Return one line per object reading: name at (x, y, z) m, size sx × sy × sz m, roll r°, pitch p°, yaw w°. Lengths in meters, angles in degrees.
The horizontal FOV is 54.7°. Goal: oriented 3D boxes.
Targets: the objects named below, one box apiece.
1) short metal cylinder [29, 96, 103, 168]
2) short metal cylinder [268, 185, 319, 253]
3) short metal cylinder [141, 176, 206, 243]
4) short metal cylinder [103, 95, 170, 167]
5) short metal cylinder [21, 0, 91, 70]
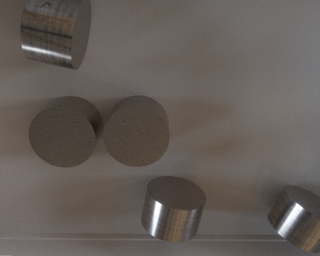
short metal cylinder at (-0.118, 0.004, 0.398) m, size 0.081 × 0.050 × 0.079 m, roll 0°, pitch 110°, yaw 0°
short metal cylinder at (0.199, 0.124, 0.429) m, size 0.080 × 0.080 × 0.050 m, roll 21°, pitch 109°, yaw -8°
short metal cylinder at (0.018, 0.108, 0.422) m, size 0.081 × 0.080 × 0.050 m, roll 10°, pitch 110°, yaw -4°
short metal cylinder at (-0.029, 0.003, 0.399) m, size 0.081 × 0.050 × 0.079 m, roll 0°, pitch 110°, yaw 0°
short metal cylinder at (-0.111, -0.109, 0.341) m, size 0.050 × 0.080 × 0.079 m, roll 12°, pitch 110°, yaw -5°
